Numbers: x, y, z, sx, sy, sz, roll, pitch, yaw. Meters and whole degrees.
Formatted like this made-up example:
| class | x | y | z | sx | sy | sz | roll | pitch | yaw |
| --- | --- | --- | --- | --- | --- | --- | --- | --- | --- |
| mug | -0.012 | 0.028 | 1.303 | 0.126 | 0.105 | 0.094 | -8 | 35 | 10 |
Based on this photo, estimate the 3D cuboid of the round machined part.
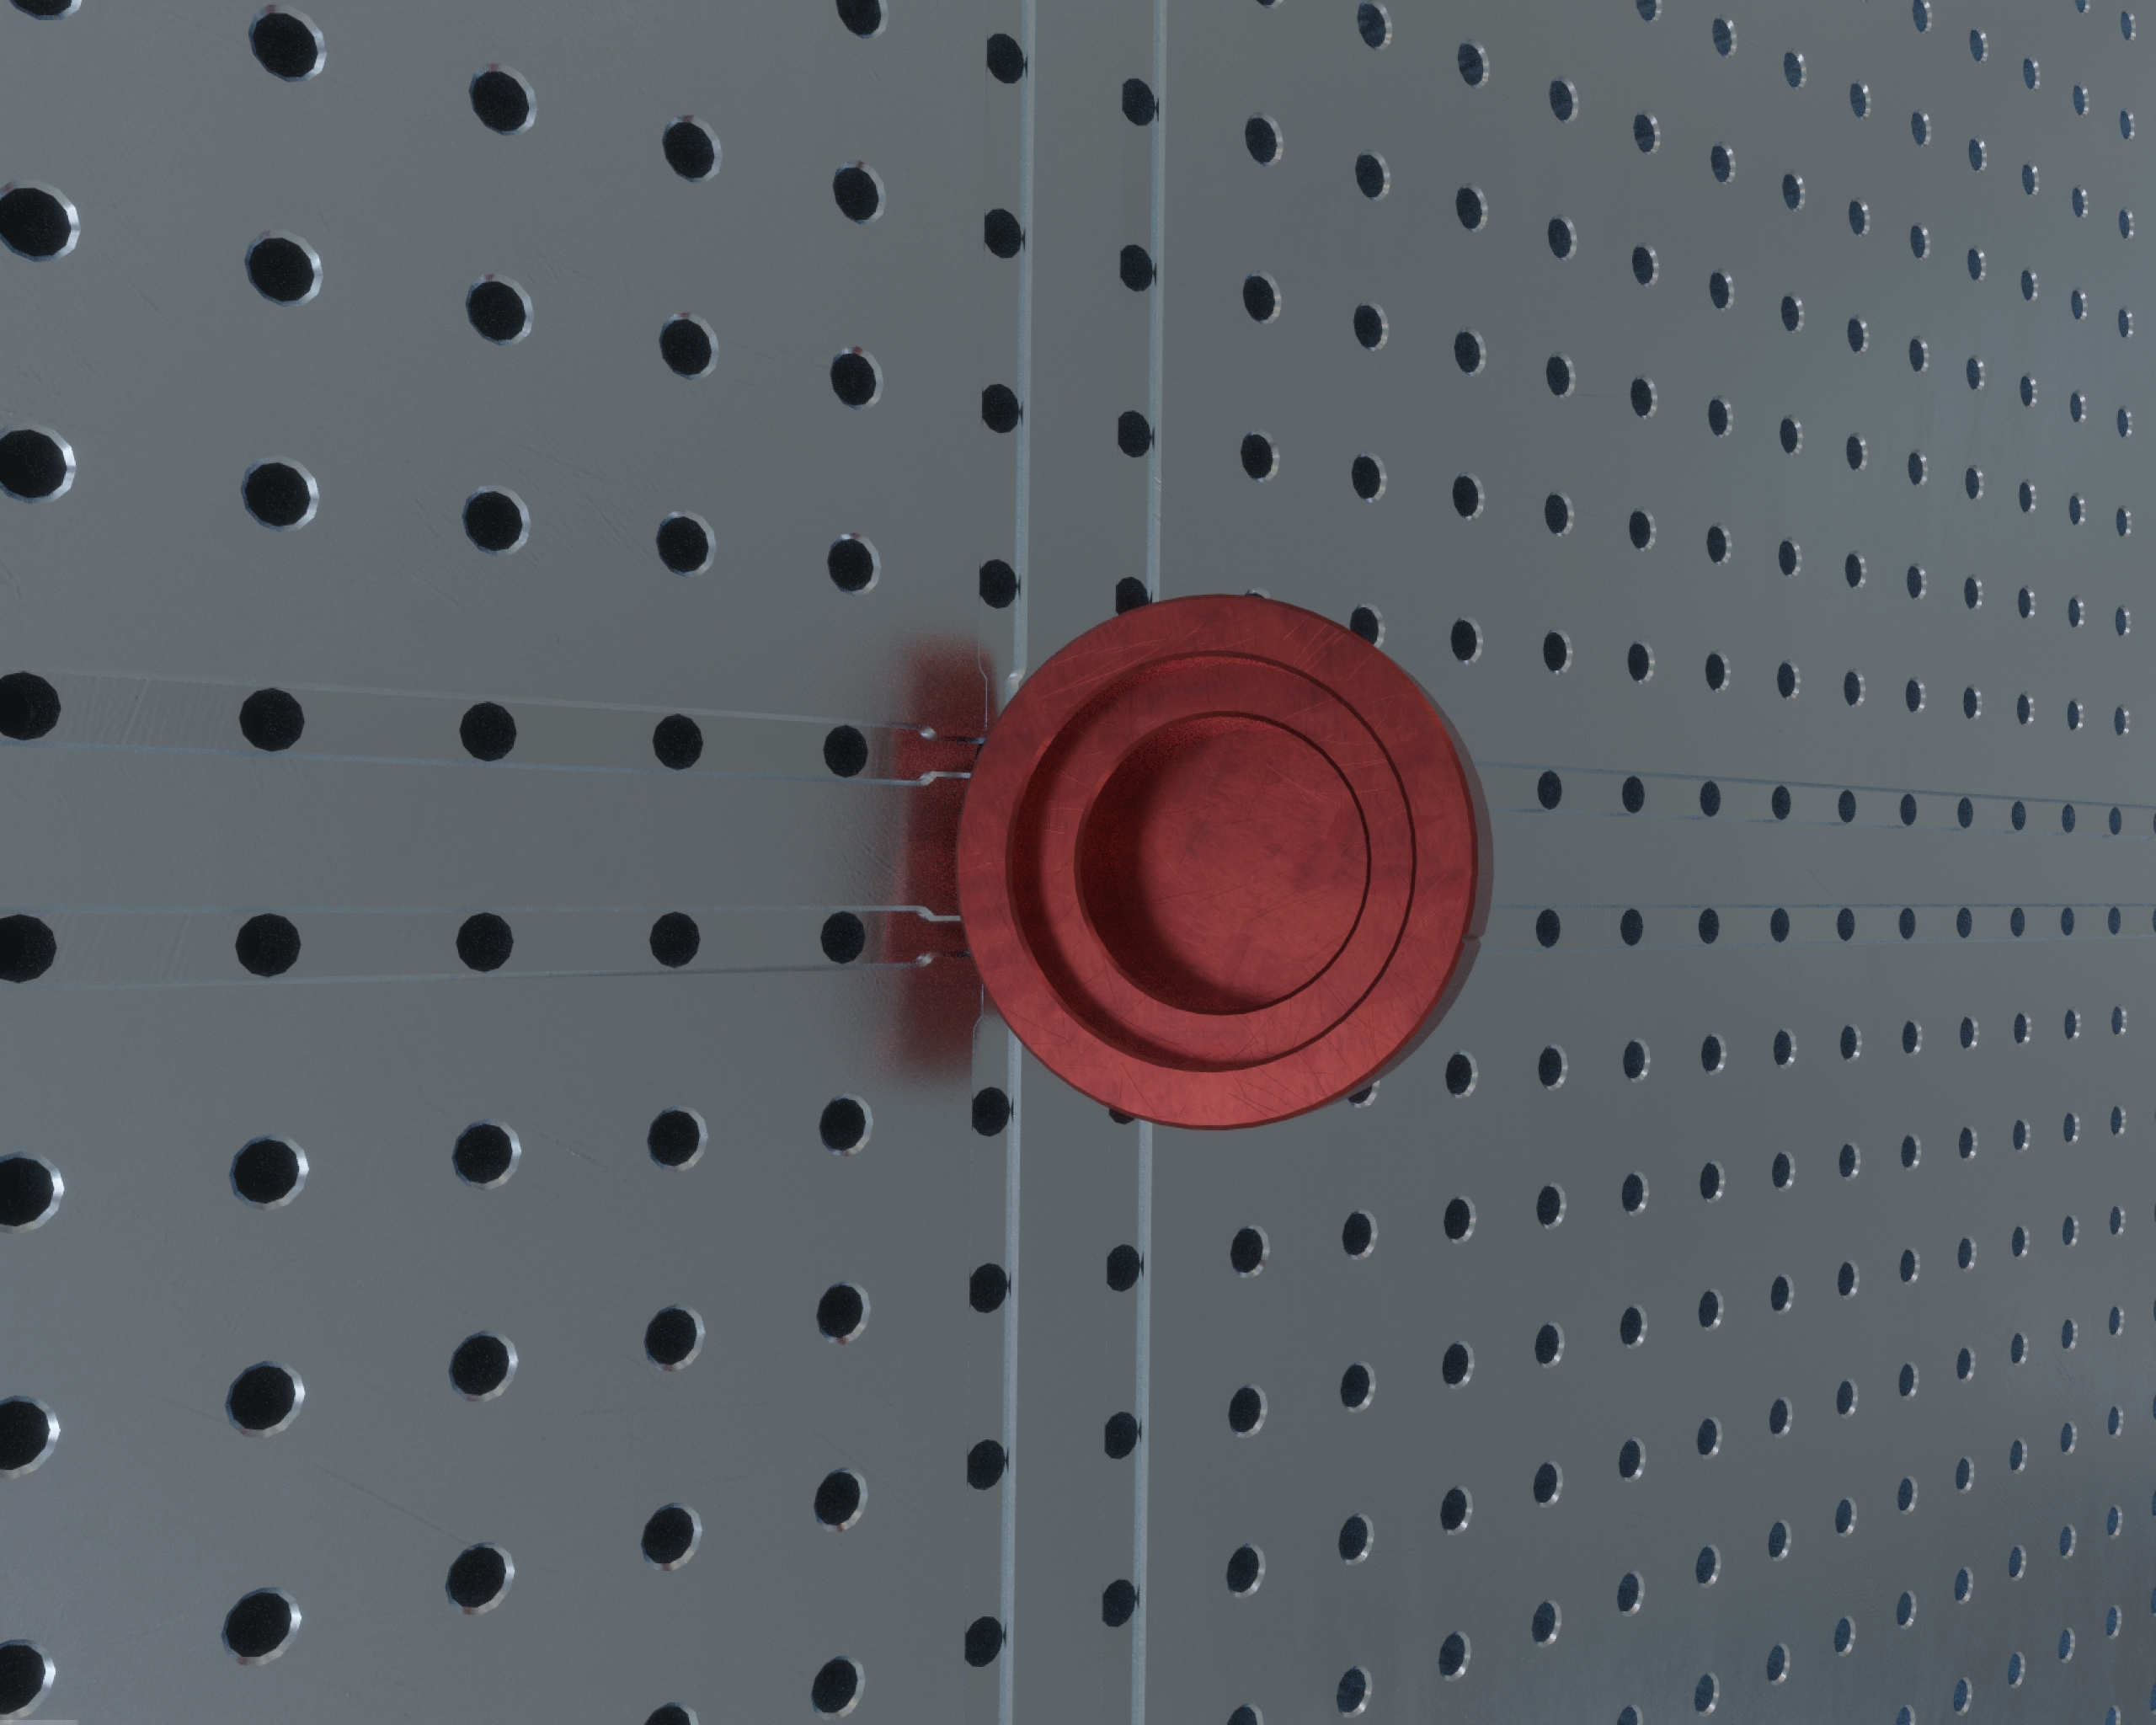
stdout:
| class | x | y | z | sx | sy | sz | roll | pitch | yaw |
| --- | --- | --- | --- | --- | --- | --- | --- | --- | --- |
| round machined part | 0.030 | 0.001 | 0.398 | 0.042 | 0.098 | 0.098 | 8 | 84 | -71 |
